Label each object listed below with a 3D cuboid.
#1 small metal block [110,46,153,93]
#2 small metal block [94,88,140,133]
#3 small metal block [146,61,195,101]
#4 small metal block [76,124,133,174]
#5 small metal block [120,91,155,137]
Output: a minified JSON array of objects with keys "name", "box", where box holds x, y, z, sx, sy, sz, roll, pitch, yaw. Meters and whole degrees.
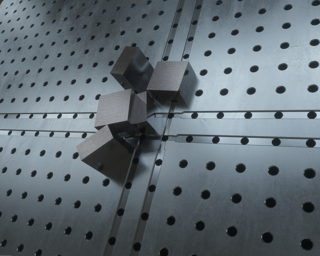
[{"name":"small metal block","box":[-0.041,-0.086,0.465,0.025,0.050,0.050,14,69,33]},{"name":"small metal block","box":[-0.057,-0.021,0.417,0.050,0.025,0.050,-10,57,22]},{"name":"small metal block","box":[0.015,-0.067,0.440,0.050,0.025,0.050,6,65,30]},{"name":"small metal block","box":[-0.073,0.030,0.411,0.050,0.050,0.025,-35,52,5]},{"name":"small metal block","box":[-0.036,-0.019,0.437,0.050,0.025,0.050,-15,56,19]}]
